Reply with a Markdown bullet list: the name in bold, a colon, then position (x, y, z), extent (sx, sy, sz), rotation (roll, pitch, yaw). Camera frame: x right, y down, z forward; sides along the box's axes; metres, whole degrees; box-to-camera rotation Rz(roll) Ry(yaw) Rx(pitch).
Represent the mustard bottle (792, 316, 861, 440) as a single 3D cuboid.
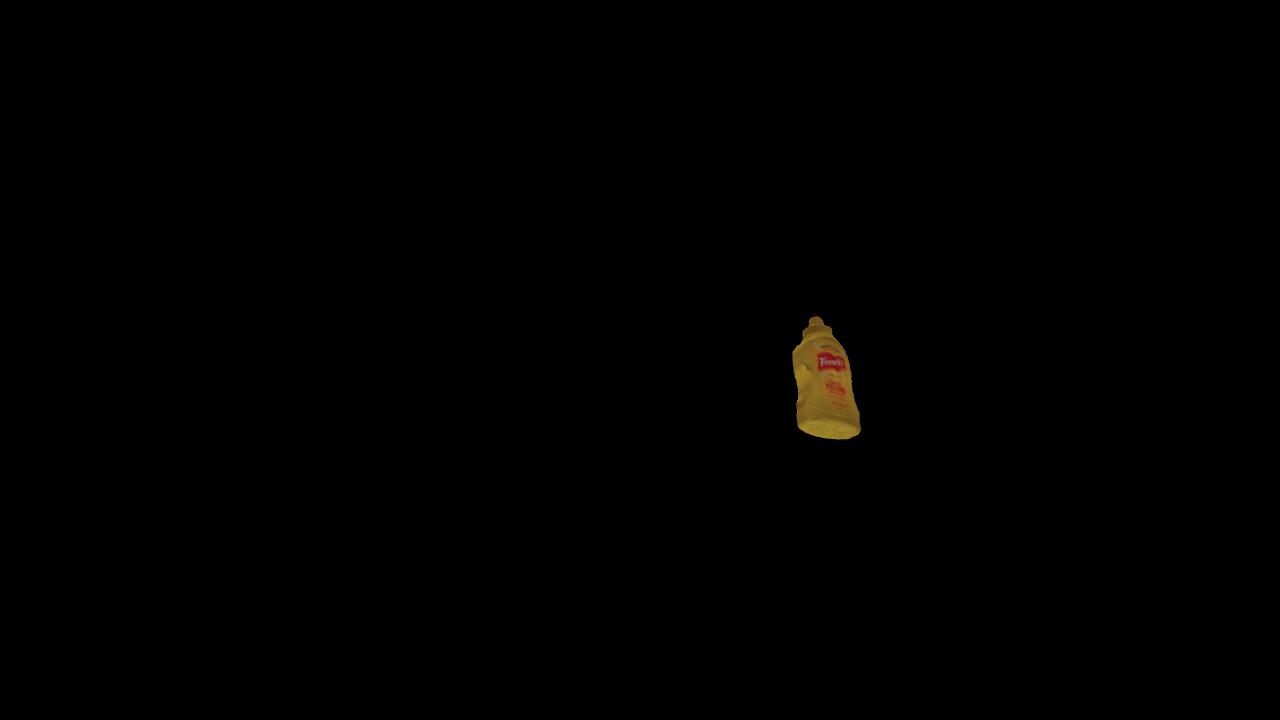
- **mustard bottle**: position (0.259, 0.017, 0.876), extent (0.092, 0.184, 0.054), rotation (11, -31, -14)
